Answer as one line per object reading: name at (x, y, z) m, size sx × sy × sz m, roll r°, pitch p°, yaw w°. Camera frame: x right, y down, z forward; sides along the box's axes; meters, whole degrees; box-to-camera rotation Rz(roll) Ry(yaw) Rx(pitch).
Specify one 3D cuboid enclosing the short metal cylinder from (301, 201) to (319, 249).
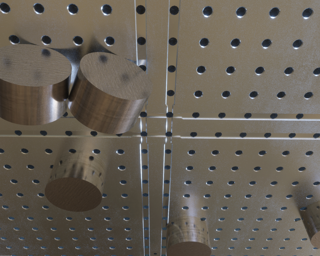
short metal cylinder at (0.297, 0.169, 0.542) m, size 0.081 × 0.050 × 0.079 m, roll 0°, pitch 130°, yaw 0°

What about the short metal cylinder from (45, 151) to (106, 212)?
short metal cylinder at (-0.124, 0.081, 0.463) m, size 0.081 × 0.050 × 0.079 m, roll 0°, pitch 130°, yaw 0°

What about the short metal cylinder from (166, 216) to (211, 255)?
short metal cylinder at (0.052, 0.208, 0.572) m, size 0.081 × 0.050 × 0.079 m, roll 0°, pitch 130°, yaw 0°

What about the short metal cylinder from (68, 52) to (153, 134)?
short metal cylinder at (-0.055, -0.039, 0.342) m, size 0.080 × 0.080 × 0.050 m, roll 19°, pitch 128°, yaw -16°

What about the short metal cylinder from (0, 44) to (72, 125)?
short metal cylinder at (-0.139, -0.048, 0.333) m, size 0.081 × 0.080 × 0.050 m, roll 12°, pitch 129°, yaw -10°
